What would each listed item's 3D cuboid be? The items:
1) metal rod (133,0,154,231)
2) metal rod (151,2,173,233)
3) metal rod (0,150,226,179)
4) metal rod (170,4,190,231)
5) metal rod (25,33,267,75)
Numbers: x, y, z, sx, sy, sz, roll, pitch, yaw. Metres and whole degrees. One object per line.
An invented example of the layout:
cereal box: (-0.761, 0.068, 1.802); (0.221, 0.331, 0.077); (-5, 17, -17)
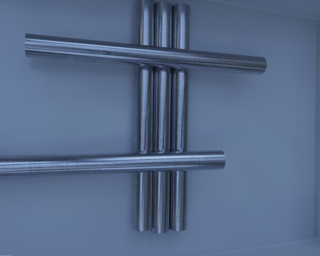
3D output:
metal rod: (-0.021, -0.019, 0.402); (0.025, 0.025, 0.298); (1, 90, -20)
metal rod: (0.002, -0.014, 0.410); (0.025, 0.025, 0.298); (1, 90, -20)
metal rod: (-0.068, 0.042, 0.365); (0.302, 0.025, 0.025); (0, 90, -13)
metal rod: (0.026, -0.014, 0.418); (0.025, 0.025, 0.298); (1, 90, -20)
metal rod: (-0.001, -0.088, 0.382); (0.302, 0.025, 0.025); (0, 90, -20)
